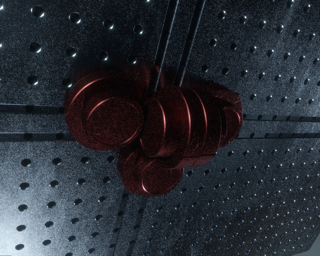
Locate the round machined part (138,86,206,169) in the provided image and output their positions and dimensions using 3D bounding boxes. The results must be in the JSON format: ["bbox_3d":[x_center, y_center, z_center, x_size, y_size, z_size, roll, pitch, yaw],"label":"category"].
[{"bbox_3d":[0.006,-0.001,0.360,0.042,0.098,0.097,1,118,-30],"label":"round machined part"}]

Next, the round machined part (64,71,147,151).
[{"bbox_3d":[-0.058,-0.014,0.361,0.099,0.042,0.097,-14,125,-21],"label":"round machined part"}]

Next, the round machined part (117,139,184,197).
[{"bbox_3d":[-0.006,0.057,0.433,0.099,0.042,0.097,-14,125,-21],"label":"round machined part"}]

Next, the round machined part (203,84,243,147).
[{"bbox_3d":[0.077,-0.010,0.437,0.099,0.042,0.097,-14,125,-21],"label":"round machined part"}]

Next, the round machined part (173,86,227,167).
[{"bbox_3d":[0.045,-0.002,0.382,0.042,0.098,0.097,-1,119,-29],"label":"round machined part"}]
